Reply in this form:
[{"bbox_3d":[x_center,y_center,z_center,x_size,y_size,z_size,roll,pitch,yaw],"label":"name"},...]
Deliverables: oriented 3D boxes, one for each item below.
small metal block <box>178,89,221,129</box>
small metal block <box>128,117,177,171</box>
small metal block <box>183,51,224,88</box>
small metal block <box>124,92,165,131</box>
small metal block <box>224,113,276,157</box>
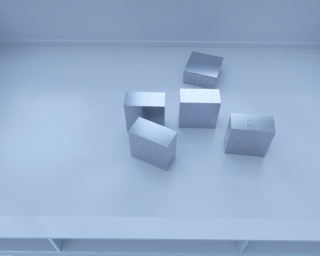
[{"bbox_3d":[0.051,-0.025,0.410,0.050,0.050,0.025,1,50,1],"label":"small metal block"},{"bbox_3d":[-0.008,0.020,0.372,0.050,0.050,0.025,21,54,17],"label":"small metal block"},{"bbox_3d":[0.067,-0.090,0.481,0.050,0.025,0.050,14,51,12],"label":"small metal block"},{"bbox_3d":[-0.019,-0.020,0.406,0.050,0.050,0.025,1,50,1],"label":"small metal block"},{"bbox_3d":[0.109,0.009,0.381,0.050,0.050,0.025,5,50,4],"label":"small metal block"}]
